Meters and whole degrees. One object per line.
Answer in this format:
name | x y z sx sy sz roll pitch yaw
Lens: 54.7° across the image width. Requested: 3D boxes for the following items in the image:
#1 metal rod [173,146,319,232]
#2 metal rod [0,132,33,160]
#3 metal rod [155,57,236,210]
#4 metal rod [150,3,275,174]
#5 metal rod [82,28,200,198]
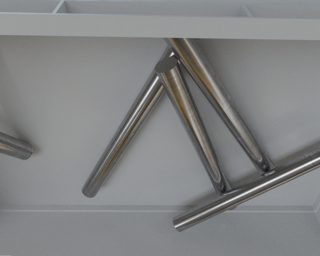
metal rod | 0.147 0.080 0.442 0.300 0.025 0.025 -32 124 20
metal rod | -0.241 -0.016 0.306 0.025 0.025 0.300 -18 155 14
metal rod | 0.062 0.031 0.418 0.025 0.025 0.299 -17 134 14
metal rod | 0.083 -0.020 0.373 0.025 0.025 0.300 -27 132 20
metal rod | -0.041 0.000 0.408 0.025 0.025 0.298 22 127 -18
